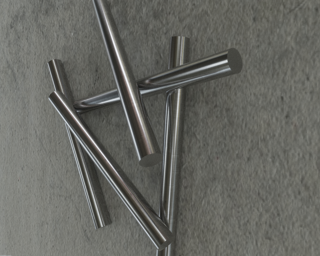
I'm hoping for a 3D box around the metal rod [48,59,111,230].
[{"bbox_3d":[-0.138,0.017,0.515,0.025,0.025,0.299,-33,70,35],"label":"metal rod"}]

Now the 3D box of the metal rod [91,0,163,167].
[{"bbox_3d":[-0.052,-0.083,0.397,0.025,0.025,0.299,-44,49,31],"label":"metal rod"}]

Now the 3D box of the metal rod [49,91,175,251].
[{"bbox_3d":[-0.082,0.042,0.437,0.300,0.025,0.025,46,117,30],"label":"metal rod"}]

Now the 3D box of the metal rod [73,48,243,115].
[{"bbox_3d":[-0.030,-0.049,0.402,0.299,0.025,0.025,-8,85,47],"label":"metal rod"}]

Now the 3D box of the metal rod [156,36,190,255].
[{"bbox_3d":[0.015,0.038,0.390,0.025,0.025,0.298,6,94,39],"label":"metal rod"}]
